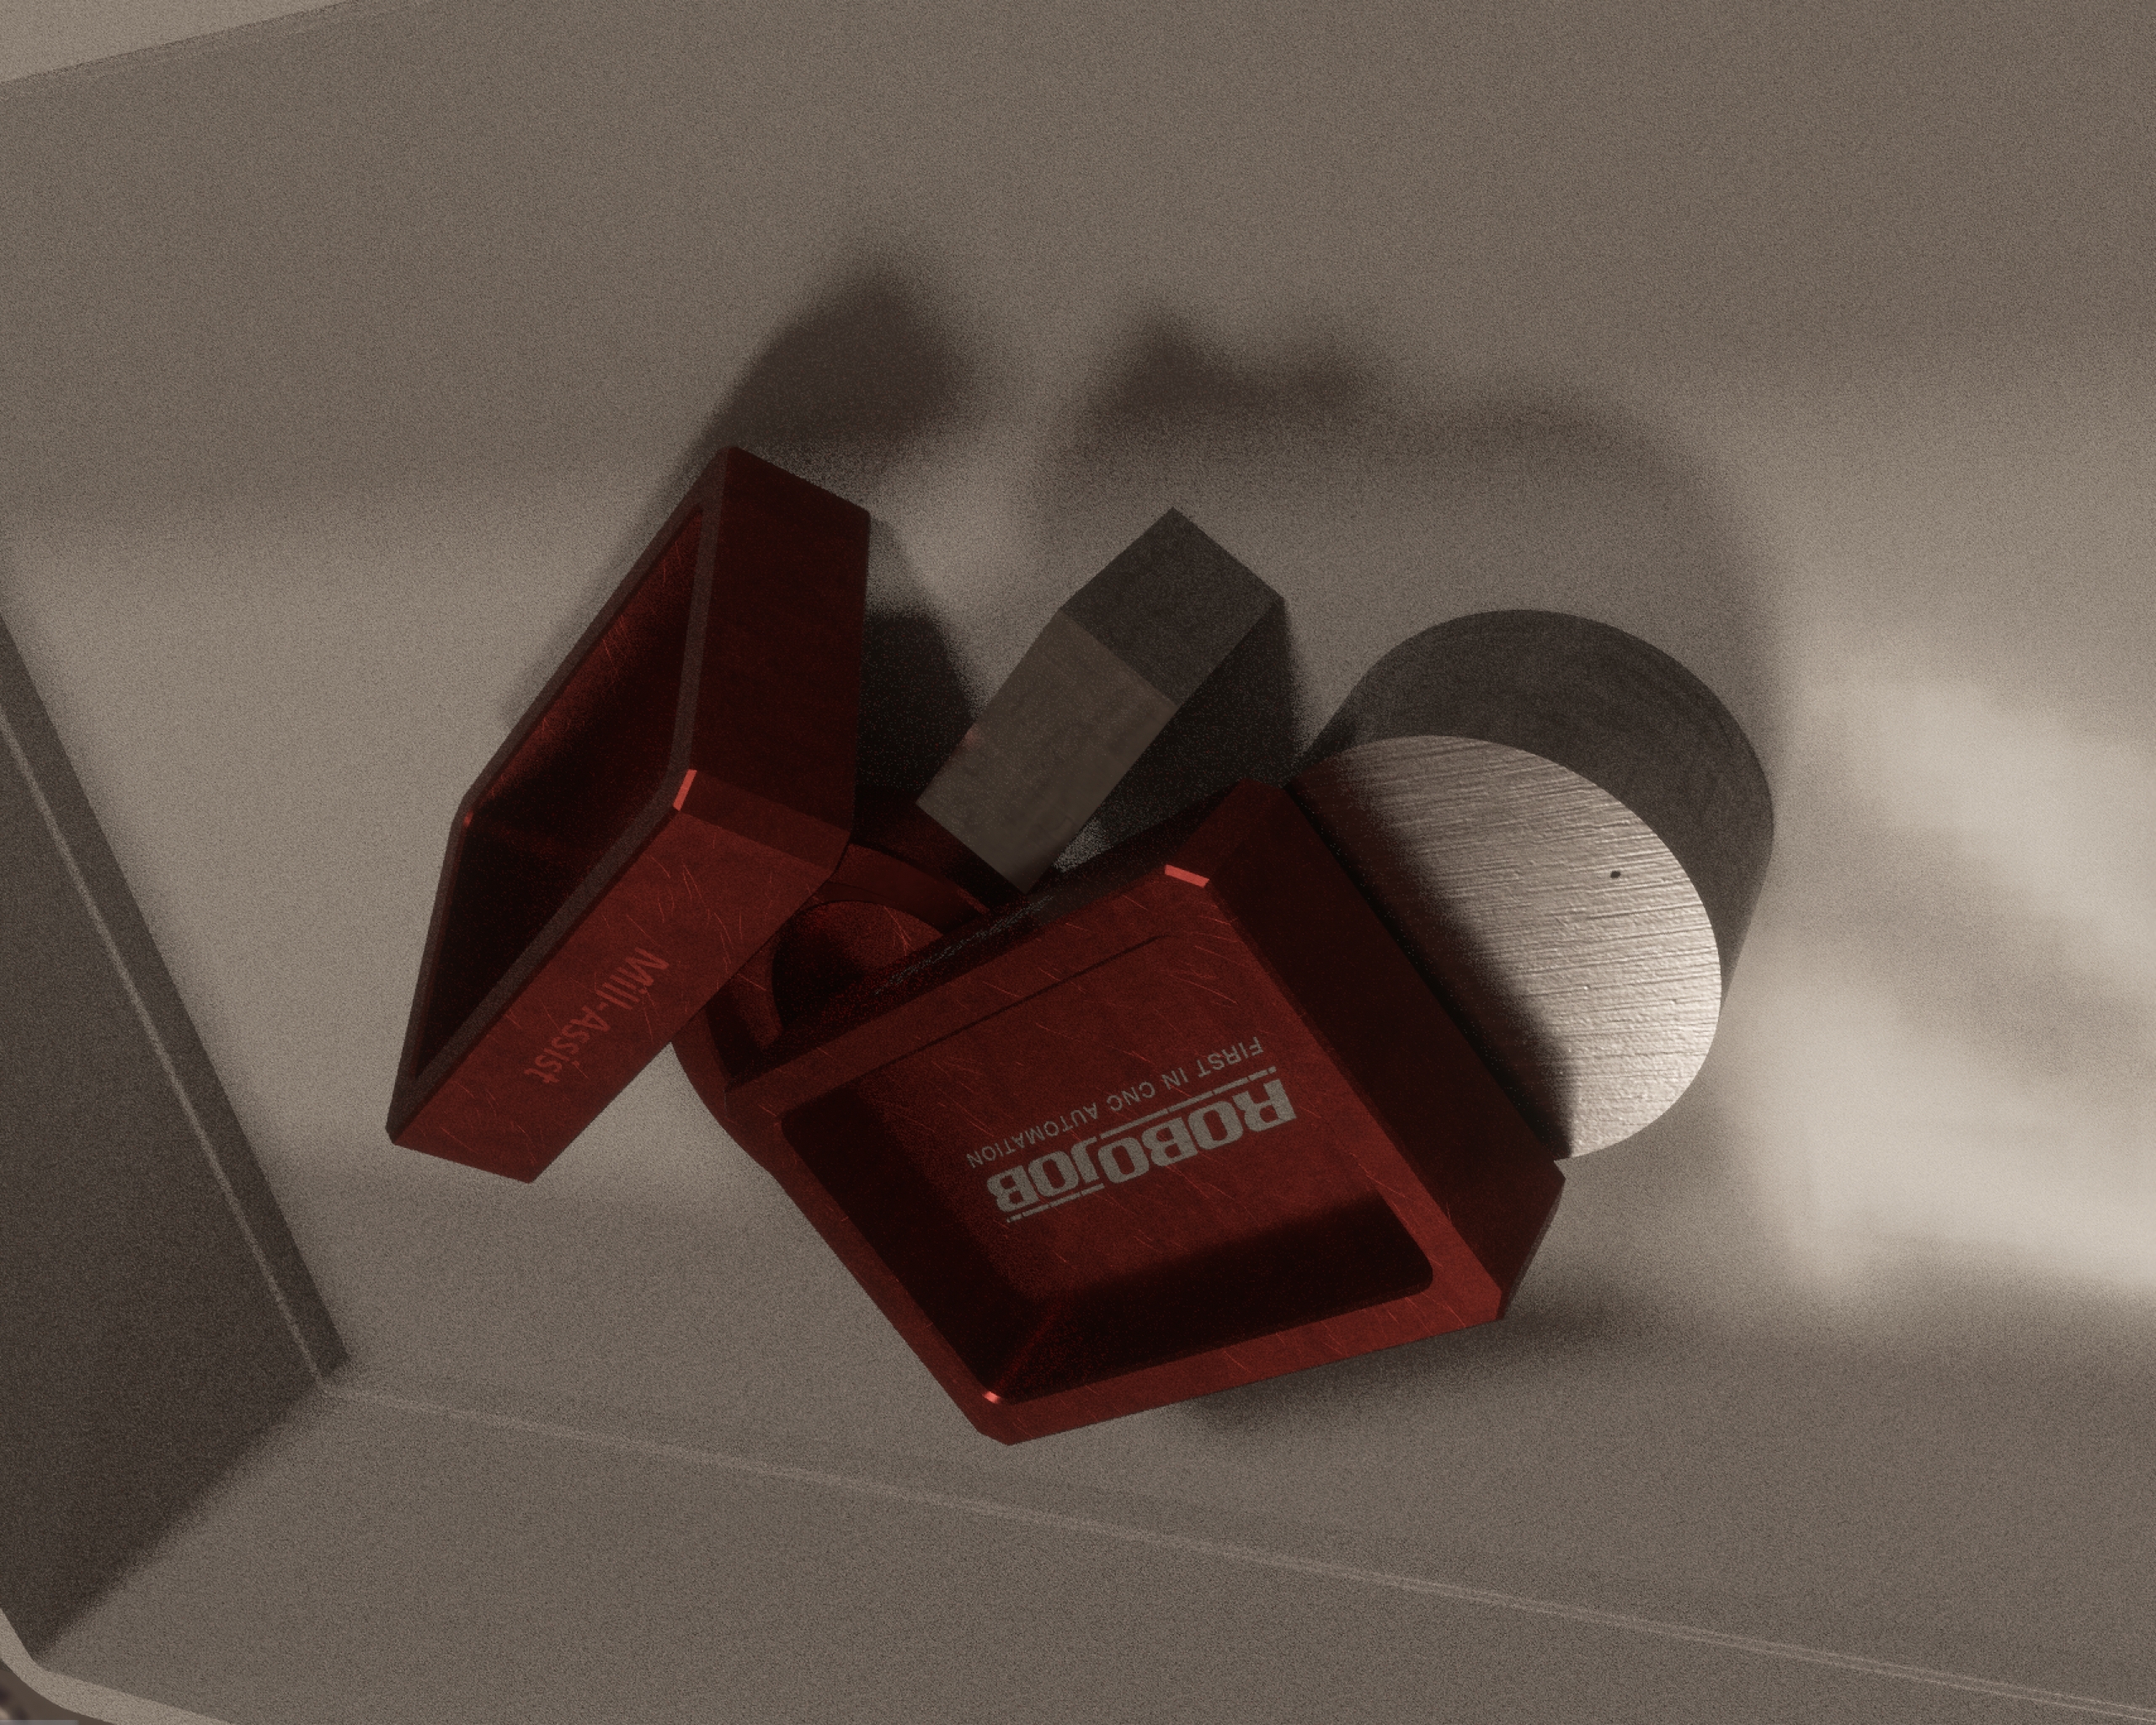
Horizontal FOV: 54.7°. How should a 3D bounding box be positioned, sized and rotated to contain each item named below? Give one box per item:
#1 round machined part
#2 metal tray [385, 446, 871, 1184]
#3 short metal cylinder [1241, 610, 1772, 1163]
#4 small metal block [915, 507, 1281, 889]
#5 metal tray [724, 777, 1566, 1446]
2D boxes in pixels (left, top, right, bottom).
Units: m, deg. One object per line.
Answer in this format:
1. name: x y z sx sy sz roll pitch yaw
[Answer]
1. round machined part: -0.034 0.027 0.430 0.098 0.042 0.097 13 124 20
2. metal tray: -0.088 -0.007 0.403 0.030 0.090 0.129 24 134 -28
3. short metal cylinder: 0.072 0.004 0.353 0.080 0.050 0.079 13 124 20
4. small metal block: 0.004 -0.029 0.368 0.025 0.050 0.050 40 127 1
5. metal tray: 0.007 0.050 0.368 0.130 0.030 0.090 -28 103 41
